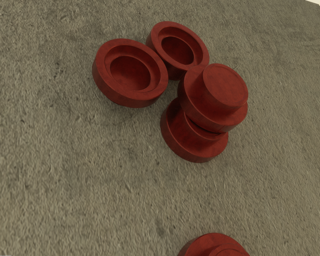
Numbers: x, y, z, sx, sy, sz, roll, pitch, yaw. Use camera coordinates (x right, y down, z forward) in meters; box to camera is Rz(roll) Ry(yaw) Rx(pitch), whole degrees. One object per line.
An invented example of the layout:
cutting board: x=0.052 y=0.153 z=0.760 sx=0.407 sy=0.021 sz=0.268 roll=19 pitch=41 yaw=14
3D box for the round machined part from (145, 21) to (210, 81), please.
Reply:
round machined part: x=0.023 y=-0.111 z=0.471 sx=0.099 sy=0.042 sz=0.098 roll=15 pitch=54 yaw=-22

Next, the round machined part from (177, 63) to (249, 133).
round machined part: x=0.076 y=-0.046 z=0.408 sx=0.099 sy=0.042 sz=0.098 roll=14 pitch=56 yaw=-20

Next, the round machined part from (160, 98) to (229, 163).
round machined part: x=0.054 y=-0.005 z=0.424 sx=0.099 sy=0.042 sz=0.098 roll=14 pitch=56 yaw=-21

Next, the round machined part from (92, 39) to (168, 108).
round machined part: x=-0.042 y=-0.067 z=0.411 sx=0.099 sy=0.042 sz=0.098 roll=13 pitch=56 yaw=-21

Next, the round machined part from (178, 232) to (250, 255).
round machined part: x=0.067 y=0.162 z=0.330 sx=0.099 sy=0.042 sz=0.098 roll=14 pitch=56 yaw=-21
